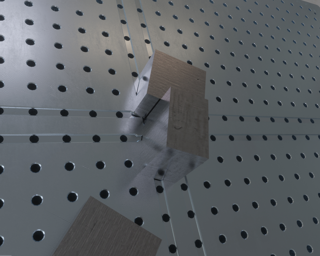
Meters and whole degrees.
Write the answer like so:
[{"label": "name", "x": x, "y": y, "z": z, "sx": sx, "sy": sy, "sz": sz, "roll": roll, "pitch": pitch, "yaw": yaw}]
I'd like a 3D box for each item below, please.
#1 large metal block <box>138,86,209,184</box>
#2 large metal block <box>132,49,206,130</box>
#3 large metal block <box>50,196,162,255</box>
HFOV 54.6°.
[{"label": "large metal block", "x": 0.016, "y": 0.011, "z": 0.374, "sx": 0.050, "sy": 0.080, "sz": 0.080, "roll": 18, "pitch": 55, "yaw": -18}, {"label": "large metal block", "x": 0.015, "y": -0.050, "z": 0.430, "sx": 0.080, "sy": 0.050, "sz": 0.080, "roll": 20, "pitch": 54, "yaw": -16}, {"label": "large metal block", "x": -0.057, "y": 0.124, "z": 0.286, "sx": 0.080, "sy": 0.050, "sz": 0.080, "roll": 34, "pitch": 51, "yaw": -6}]
